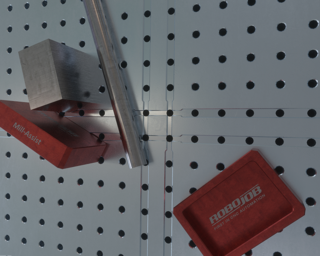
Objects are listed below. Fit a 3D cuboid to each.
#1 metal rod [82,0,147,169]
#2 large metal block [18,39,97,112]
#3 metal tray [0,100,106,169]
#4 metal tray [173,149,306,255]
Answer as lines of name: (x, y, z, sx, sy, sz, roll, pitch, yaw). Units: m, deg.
metal rod: (-0.071, -0.090, 0.437, 0.025, 0.025, 0.299, -18, 84, 19)
large metal block: (-0.140, -0.068, 0.433, 0.050, 0.080, 0.080, -16, 85, 19)
metal tray: (-0.152, 0.006, 0.431, 0.130, 0.090, 0.030, 30, 100, 17)
metal tray: (0.092, 0.098, 0.377, 0.130, 0.030, 0.090, -40, 78, 15)
